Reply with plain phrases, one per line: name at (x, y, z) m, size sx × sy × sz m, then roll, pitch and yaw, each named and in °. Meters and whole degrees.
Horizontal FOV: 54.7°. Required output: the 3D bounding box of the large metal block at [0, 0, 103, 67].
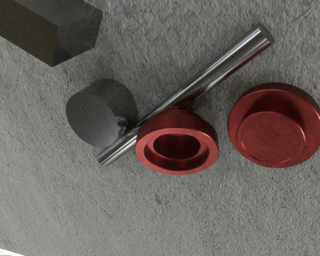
large metal block at (-0.128, -0.124, 0.362) m, size 0.080 × 0.080 × 0.050 m, roll 31°, pitch 128°, yaw 8°

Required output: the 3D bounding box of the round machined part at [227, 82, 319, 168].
round machined part at (0.121, 0.004, 0.334) m, size 0.098 × 0.042 × 0.097 m, roll 13°, pitch 124°, yaw 21°

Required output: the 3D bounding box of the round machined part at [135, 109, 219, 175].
round machined part at (0.021, 0.014, 0.377) m, size 0.099 × 0.042 × 0.097 m, roll 2°, pitch 140°, yaw 2°

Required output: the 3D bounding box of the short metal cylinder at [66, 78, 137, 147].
short metal cylinder at (-0.078, -0.021, 0.419) m, size 0.080 × 0.050 × 0.079 m, roll 13°, pitch 124°, yaw 21°

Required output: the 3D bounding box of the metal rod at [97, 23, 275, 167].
metal rod at (0.008, -0.021, 0.389) m, size 0.025 × 0.025 × 0.299 m, roll 49°, pitch 129°, yaw -6°
